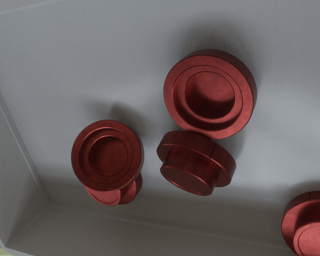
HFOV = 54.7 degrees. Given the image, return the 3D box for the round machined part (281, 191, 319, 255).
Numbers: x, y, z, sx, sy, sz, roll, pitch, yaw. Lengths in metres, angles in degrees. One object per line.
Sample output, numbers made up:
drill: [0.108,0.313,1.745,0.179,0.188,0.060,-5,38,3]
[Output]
round machined part: [0.195,0.127,0.365,0.098,0.042,0.097,11,115,24]

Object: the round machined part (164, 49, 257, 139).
round machined part: [0.057,-0.039,0.342,0.098,0.042,0.097,13,124,20]

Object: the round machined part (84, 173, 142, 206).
round machined part: [-0.081,0.084,0.491,0.098,0.042,0.097,13,124,20]

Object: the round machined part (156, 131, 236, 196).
round machined part: [0.039,0.049,0.381,0.098,0.042,0.098,23,154,12]

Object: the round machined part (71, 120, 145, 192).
round machined part: [-0.070,0.040,0.436,0.098,0.042,0.097,-1,81,9]
